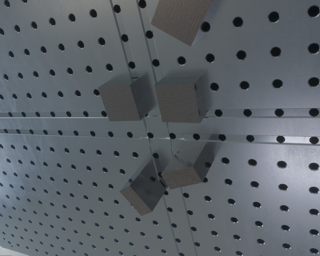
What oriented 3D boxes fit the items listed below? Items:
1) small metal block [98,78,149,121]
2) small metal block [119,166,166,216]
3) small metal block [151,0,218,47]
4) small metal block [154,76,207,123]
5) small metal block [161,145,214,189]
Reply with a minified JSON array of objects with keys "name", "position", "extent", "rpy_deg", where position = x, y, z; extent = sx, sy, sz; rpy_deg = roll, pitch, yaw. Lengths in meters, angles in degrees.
[{"name":"small metal block","position":[-0.048,-0.037,0.414],"extent":[0.050,0.025,0.050],"rpy_deg":[-1,118,28]},{"name":"small metal block","position":[-0.025,0.094,0.467],"extent":[0.025,0.050,0.050],"rpy_deg":[-34,100,38]},{"name":"small metal block","position":[0.025,-0.122,0.323],"extent":[0.050,0.025,0.050],"rpy_deg":[32,129,7]},{"name":"small metal block","position":[0.026,-0.034,0.377],"extent":[0.050,0.025,0.050],"rpy_deg":[2,120,27]},{"name":"small metal block","position":[0.037,0.051,0.408],"extent":[0.050,0.050,0.025],"rpy_deg":[-20,107,36]}]
